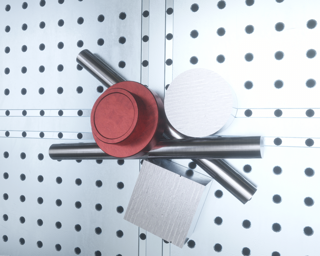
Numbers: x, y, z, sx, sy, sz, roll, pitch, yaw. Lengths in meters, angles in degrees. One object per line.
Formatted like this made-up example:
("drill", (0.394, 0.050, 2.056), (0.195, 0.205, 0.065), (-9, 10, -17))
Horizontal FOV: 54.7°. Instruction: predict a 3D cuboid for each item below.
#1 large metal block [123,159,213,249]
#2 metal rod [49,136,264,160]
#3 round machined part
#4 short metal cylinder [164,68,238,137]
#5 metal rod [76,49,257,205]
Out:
("large metal block", (0.011, 0.089, 0.392), (0.080, 0.050, 0.080), (21, 97, 18))
("metal rod", (-0.024, 0.028, 0.400), (0.300, 0.025, 0.025), (-3, 89, 26))
("round machined part", (-0.046, -0.012, 0.383), (0.098, 0.042, 0.097), (-4, 79, 25))
("short metal cylinder", (0.051, -0.029, 0.380), (0.080, 0.050, 0.079), (0, 90, 19))
("metal rod", (-0.001, -0.011, 0.412), (0.300, 0.025, 0.025), (40, 103, 15))
